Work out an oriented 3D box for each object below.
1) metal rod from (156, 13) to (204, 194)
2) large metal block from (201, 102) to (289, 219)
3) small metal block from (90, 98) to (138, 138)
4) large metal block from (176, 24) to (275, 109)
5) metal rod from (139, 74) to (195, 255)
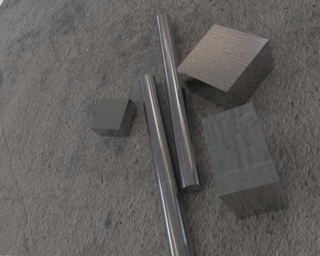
[{"bbox_3d":[0.021,-0.056,0.426,0.025,0.025,0.299,-19,54,17],"label":"metal rod"},{"bbox_3d":[0.084,0.035,0.303,0.050,0.080,0.080,-19,54,17],"label":"large metal block"},{"bbox_3d":[-0.066,-0.015,0.448,0.050,0.025,0.050,1,62,28],"label":"small metal block"},{"bbox_3d":[0.083,-0.076,0.391,0.080,0.050,0.080,33,80,38],"label":"large metal block"},{"bbox_3d":[0.006,0.050,0.369,0.025,0.025,0.299,-22,53,15],"label":"metal rod"}]
